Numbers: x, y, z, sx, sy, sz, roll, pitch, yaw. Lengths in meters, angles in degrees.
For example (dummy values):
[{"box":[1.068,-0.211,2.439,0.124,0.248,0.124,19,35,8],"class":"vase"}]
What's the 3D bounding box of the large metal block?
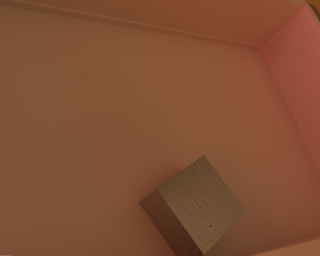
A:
[{"box":[0.037,0.090,0.356,0.081,0.050,0.080,-29,78,-38],"class":"large metal block"}]
